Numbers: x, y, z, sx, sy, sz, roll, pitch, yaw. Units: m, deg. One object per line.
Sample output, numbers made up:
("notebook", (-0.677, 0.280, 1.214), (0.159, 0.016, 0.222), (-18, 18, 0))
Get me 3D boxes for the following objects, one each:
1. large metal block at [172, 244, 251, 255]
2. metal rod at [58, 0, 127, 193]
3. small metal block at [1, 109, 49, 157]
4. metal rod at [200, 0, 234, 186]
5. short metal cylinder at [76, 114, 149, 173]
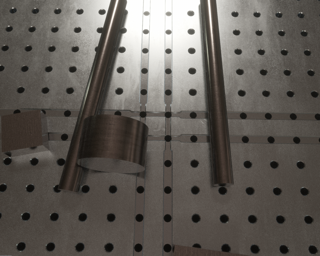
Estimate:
("large metal block", (0.050, 0.174, 0.335), (0.080, 0.050, 0.080), (8, 70, 2))
("metal rod", (-0.088, -0.060, 0.432), (0.025, 0.025, 0.299), (9, 70, 3))
("small metal block", (-0.177, 0.007, 0.407), (0.050, 0.025, 0.050), (-10, 70, -4))
("metal rod", (0.077, -0.069, 0.438), (0.025, 0.025, 0.299), (-1, 70, -1))
("short metal cylinder", (-0.056, 0.022, 0.374), (0.081, 0.080, 0.050), (4, 70, 1))
